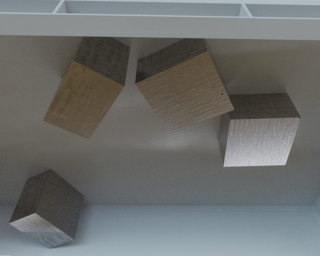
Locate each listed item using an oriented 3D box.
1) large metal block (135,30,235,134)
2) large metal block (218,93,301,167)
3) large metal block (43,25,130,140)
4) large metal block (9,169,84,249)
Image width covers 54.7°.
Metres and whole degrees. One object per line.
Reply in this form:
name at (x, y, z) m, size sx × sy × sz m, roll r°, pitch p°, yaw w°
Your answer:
large metal block at (0.028, -0.049, 0.351) m, size 0.080 × 0.050 × 0.080 m, roll -22°, pitch 127°, yaw 17°
large metal block at (0.122, 0.003, 0.397) m, size 0.081 × 0.050 × 0.079 m, roll -2°, pitch 130°, yaw 1°
large metal block at (-0.076, -0.049, 0.330) m, size 0.050 × 0.080 × 0.080 m, roll 26°, pitch 125°, yaw -21°
large metal block at (-0.169, 0.124, 0.476) m, size 0.050 × 0.080 × 0.080 m, roll -24°, pitch 126°, yaw 19°
